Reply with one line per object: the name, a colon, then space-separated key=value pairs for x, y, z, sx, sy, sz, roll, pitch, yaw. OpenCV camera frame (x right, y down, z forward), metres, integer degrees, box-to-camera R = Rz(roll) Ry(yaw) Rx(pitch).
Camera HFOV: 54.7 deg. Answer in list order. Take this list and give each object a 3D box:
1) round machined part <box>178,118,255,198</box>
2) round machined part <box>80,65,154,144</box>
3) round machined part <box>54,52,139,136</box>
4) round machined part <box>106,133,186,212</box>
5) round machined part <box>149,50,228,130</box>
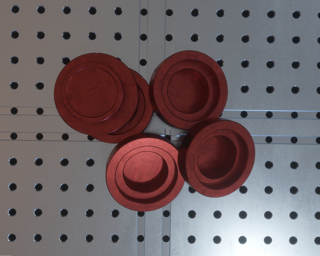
round machined part: x=0.068 y=0.035 z=0.394 sx=0.099 sy=0.042 sz=0.097 roll=-4 pitch=102 yaw=-21
round machined part: x=-0.057 y=-0.030 z=0.403 sx=0.099 sy=0.042 sz=0.097 roll=0 pitch=90 yaw=-1
round machined part: x=-0.075 y=-0.040 z=0.361 sx=0.099 sy=0.042 sz=0.097 roll=0 pitch=90 yaw=-1
round machined part: x=-0.020 y=0.053 z=0.396 sx=0.099 sy=0.042 sz=0.097 roll=-3 pitch=105 yaw=-10
round machined part: x=0.033 y=-0.046 z=0.396 sx=0.099 sy=0.042 sz=0.097 roll=0 pitch=91 yaw=-17
